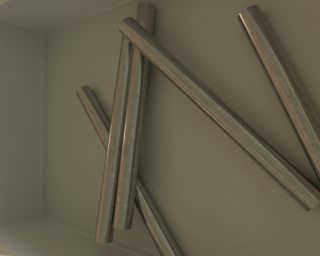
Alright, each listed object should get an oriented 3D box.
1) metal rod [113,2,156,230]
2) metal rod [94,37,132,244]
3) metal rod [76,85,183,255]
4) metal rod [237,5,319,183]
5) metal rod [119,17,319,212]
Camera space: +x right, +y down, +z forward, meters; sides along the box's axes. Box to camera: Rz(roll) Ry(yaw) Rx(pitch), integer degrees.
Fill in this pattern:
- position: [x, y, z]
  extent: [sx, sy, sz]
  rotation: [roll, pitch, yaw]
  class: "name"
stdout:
- position: [-0.034, -0.018, 0.415]
  extent: [0.025, 0.025, 0.298]
  rotation: [4, 86, 40]
  class: "metal rod"
- position: [-0.058, 0.005, 0.429]
  extent: [0.025, 0.025, 0.298]
  rotation: [4, 85, 40]
  class: "metal rod"
- position: [-0.053, 0.054, 0.450]
  extent: [0.025, 0.025, 0.299]
  rotation: [-47, 62, 30]
  class: "metal rod"
- position: [0.144, 0.013, 0.287]
  extent: [0.025, 0.025, 0.299]
  rotation: [-32, 70, 35]
  class: "metal rod"
- position: [0.051, -0.032, 0.344]
  extent: [0.300, 0.025, 0.025]
  rotation: [47, 118, 23]
  class: "metal rod"
